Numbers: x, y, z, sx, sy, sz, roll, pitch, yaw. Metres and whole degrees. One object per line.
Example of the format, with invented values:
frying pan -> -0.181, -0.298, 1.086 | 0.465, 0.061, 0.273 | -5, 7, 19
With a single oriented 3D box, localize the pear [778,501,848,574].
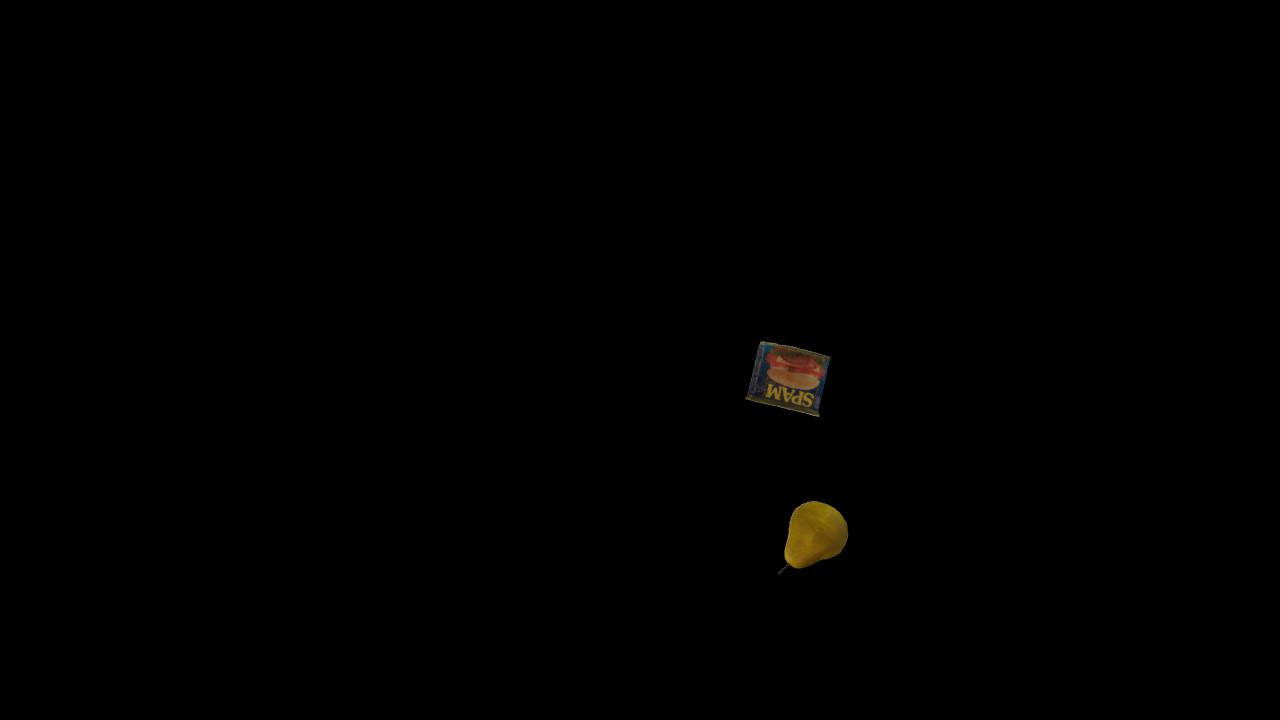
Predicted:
pear -> 0.228, 0.246, 0.828 | 0.111, 0.080, 0.080 | -48, 23, -23

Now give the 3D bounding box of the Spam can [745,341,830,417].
Spam can -> 0.207, 0.026, 0.856 | 0.101, 0.085, 0.058 | 14, -1, -8
